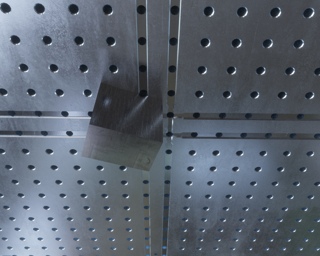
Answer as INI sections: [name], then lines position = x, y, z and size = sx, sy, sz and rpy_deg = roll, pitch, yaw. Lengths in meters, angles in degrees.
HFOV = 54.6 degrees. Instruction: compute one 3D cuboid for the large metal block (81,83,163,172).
[large metal block]
position = -0.043, -0.002, 0.373
size = 0.080, 0.080, 0.050
rpy_deg = 15, 129, -12
